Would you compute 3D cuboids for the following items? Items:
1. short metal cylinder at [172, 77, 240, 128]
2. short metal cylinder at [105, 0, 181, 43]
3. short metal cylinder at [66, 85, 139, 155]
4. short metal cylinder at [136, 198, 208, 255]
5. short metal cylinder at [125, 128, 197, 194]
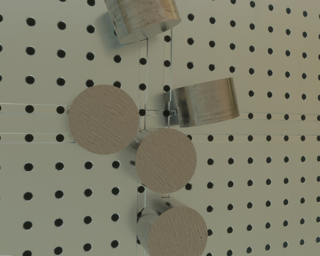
[{"bbox_3d":[0.060,-0.033,0.407,0.081,0.080,0.050,-13,95,-20],"label":"short metal cylinder"},{"bbox_3d":[-0.020,-0.141,0.377,0.081,0.080,0.050,-22,98,-19],"label":"short metal cylinder"},{"bbox_3d":[-0.071,-0.010,0.374,0.081,0.050,0.079,0,90,-21],"label":"short metal cylinder"},{"bbox_3d":[0.015,0.137,0.406,0.081,0.050,0.079,0,90,-20],"label":"short metal cylinder"},{"bbox_3d":[0.000,0.040,0.401,0.081,0.050,0.079,0,90,-21],"label":"short metal cylinder"}]
